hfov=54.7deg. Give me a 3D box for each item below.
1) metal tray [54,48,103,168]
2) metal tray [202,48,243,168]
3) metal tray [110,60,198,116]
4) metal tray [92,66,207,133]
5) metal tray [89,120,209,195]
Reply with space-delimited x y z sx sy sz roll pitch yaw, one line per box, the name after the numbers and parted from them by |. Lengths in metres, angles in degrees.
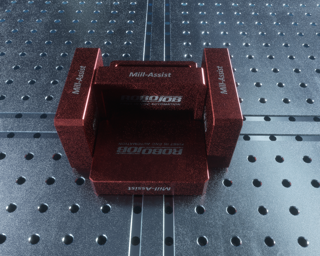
-0.092 -0.027 0.386 0.030 0.089 0.130 1 50 0 | metal tray
0.070 -0.027 0.388 0.030 0.089 0.130 1 50 0 | metal tray
-0.010 -0.059 0.454 0.131 0.030 0.090 1 50 0 | metal tray
-0.012 -0.033 0.391 0.131 0.089 0.030 1 50 0 | metal tray
-0.012 0.033 0.374 0.131 0.030 0.090 1 50 0 | metal tray
